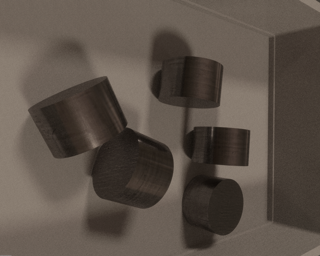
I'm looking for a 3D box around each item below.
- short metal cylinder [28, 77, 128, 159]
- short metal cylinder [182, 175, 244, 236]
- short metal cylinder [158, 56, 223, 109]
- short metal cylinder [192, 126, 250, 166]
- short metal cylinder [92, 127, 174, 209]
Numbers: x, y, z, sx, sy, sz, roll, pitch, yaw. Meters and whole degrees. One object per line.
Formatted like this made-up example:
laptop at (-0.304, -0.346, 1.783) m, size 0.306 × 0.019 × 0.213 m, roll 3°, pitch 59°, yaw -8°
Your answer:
short metal cylinder at (-0.079, -0.012, 0.306) m, size 0.081 × 0.080 × 0.050 m, roll -35°, pitch 112°, yaw -35°
short metal cylinder at (0.079, 0.112, 0.459) m, size 0.081 × 0.050 × 0.079 m, roll 0°, pitch 90°, yaw -40°
short metal cylinder at (0.040, -0.057, 0.407) m, size 0.081 × 0.080 × 0.050 m, roll 10°, pitch 84°, yaw -40°
short metal cylinder at (0.087, 0.026, 0.447) m, size 0.081 × 0.080 × 0.050 m, roll 7°, pitch 86°, yaw -40°
short metal cylinder at (-0.031, 0.045, 0.347) m, size 0.050 × 0.080 × 0.080 m, roll 27°, pitch 73°, yaw -37°
